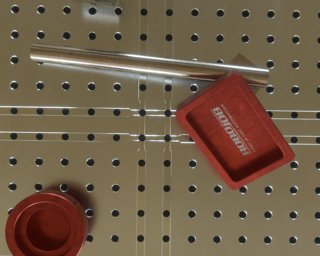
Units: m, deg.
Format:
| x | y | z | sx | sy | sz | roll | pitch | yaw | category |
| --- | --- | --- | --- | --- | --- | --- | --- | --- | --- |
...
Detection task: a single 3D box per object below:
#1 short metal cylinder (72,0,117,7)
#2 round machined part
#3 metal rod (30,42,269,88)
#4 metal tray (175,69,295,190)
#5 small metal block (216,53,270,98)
| x | y | z | sx | sy | sz | roll | pitch | yaw | category |
| --- | --- | --- | --- | --- | --- | --- | --- | --- | --- |
| -0.080 | -0.196 | 0.385 | 0.050 | 0.080 | 0.079 | 7 | 90 | 0 | short metal cylinder |
| -0.142 | 0.129 | 0.403 | 0.099 | 0.042 | 0.097 | 0 | 90 | -1 | round machined part |
| -0.017 | -0.081 | 0.398 | 0.302 | 0.025 | 0.025 | 7 | 90 | 5 | metal rod |
| 0.092 | 0.004 | 0.385 | 0.090 | 0.030 | 0.130 | -34 | 103 | 19 | metal tray |
| 0.107 | -0.063 | 0.415 | 0.050 | 0.025 | 0.050 | 38 | 90 | -1 | small metal block |
